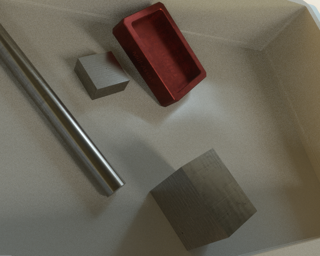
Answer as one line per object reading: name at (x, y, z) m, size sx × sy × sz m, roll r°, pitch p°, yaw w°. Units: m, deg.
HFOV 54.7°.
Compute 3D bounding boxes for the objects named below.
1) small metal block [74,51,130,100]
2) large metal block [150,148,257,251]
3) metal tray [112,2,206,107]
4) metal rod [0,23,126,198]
small metal block at (-0.077, -0.070, 0.408) m, size 0.050 × 0.025 × 0.050 m, roll -24°, pitch 75°, yaw -37°
large metal block at (0.045, 0.081, 0.346) m, size 0.050 × 0.080 × 0.080 m, roll -25°, pitch 76°, yaw -37°
metal tray at (0.003, -0.107, 0.447) m, size 0.090 × 0.030 × 0.130 m, roll -43°, pitch 104°, yaw -39°
metal rod at (-0.142, -0.046, 0.357) m, size 0.025 × 0.025 × 0.300 m, roll -34°, pitch 81°, yaw -38°
